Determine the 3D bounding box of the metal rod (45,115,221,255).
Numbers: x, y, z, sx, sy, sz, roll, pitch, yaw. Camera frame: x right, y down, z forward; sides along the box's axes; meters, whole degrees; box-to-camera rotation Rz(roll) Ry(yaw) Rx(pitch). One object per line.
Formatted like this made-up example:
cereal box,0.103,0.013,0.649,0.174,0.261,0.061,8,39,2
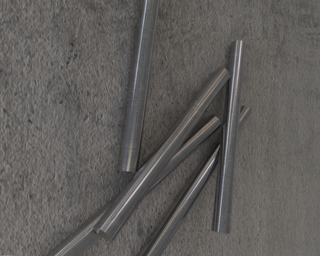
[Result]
metal rod,-0.017,0.068,0.390,0.302,0.025,0.025,-38,114,-33

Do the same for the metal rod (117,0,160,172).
metal rod,-0.021,-0.096,0.386,0.025,0.025,0.298,12,82,-40

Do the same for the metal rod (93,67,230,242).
metal rod,0.020,0.013,0.403,0.301,0.025,0.025,-51,120,-34

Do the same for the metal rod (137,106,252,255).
metal rod,0.059,0.074,0.454,0.301,0.025,0.025,-50,120,-28

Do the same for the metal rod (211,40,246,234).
metal rod,0.106,0.002,0.466,0.025,0.025,0.299,25,67,-37
